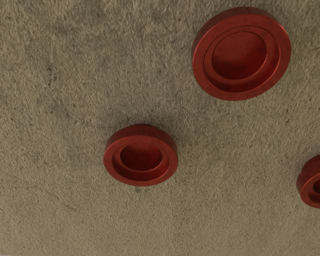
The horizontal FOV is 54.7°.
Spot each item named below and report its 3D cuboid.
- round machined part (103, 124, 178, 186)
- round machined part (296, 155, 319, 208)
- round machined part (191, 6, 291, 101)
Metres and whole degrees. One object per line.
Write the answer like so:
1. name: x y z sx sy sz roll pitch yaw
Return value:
1. round machined part: -0.025 0.033 0.424 0.099 0.042 0.097 0 130 0
2. round machined part: 0.253 0.074 0.462 0.099 0.042 0.097 0 130 0
3. round machined part: 0.082 -0.080 0.328 0.099 0.042 0.097 0 130 0
